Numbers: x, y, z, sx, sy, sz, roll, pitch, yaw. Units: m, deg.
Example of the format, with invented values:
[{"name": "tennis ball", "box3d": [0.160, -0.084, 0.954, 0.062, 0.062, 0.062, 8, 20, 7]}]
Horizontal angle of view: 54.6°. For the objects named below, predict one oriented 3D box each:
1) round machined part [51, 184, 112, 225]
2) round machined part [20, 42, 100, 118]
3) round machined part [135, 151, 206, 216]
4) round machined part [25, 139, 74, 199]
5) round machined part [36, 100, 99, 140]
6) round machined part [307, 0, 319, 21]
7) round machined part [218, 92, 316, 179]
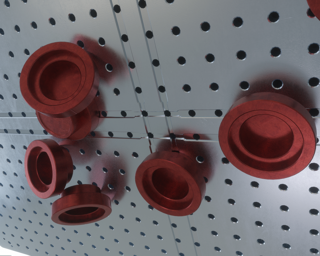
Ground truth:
[{"name": "round machined part", "box3d": [-0.134, 0.129, 0.530, 0.099, 0.042, 0.098, -10, 147, -6]}, {"name": "round machined part", "box3d": [-0.127, -0.060, 0.409, 0.098, 0.098, 0.042, 26, 171, 12]}, {"name": "round machined part", "box3d": [0.018, 0.073, 0.436, 0.098, 0.042, 0.097, 13, 124, 21]}, {"name": "round machined part", "box3d": [-0.184, 0.066, 0.523, 0.098, 0.042, 0.097, 4, 97, 39]}, {"name": "round machined part", "box3d": [-0.144, -0.023, 0.463, 0.098, 0.042, 0.097, 13, 124, 21]}, {"name": "round machined part", "box3d": [0.165, -0.121, 0.239, 0.098, 0.042, 0.097, 13, 124, 21]}, {"name": "round machined part", "box3d": [0.118, 0.005, 0.341, 0.098, 0.042, 0.097, 13, 124, 21]}]
